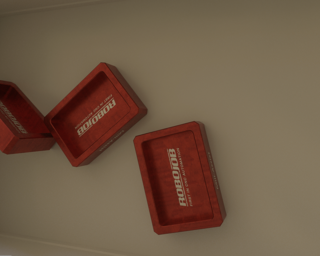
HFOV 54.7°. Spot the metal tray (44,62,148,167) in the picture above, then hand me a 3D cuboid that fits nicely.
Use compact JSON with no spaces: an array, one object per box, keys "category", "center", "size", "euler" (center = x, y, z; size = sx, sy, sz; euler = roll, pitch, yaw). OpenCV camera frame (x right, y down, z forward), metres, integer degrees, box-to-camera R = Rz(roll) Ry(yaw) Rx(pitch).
[{"category":"metal tray","center":[-0.094,-0.017,0.440],"size":[0.130,0.030,0.090],"euler":[-40,78,15]}]

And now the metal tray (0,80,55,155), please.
[{"category":"metal tray","center":[-0.220,-0.020,0.453],"size":[0.130,0.090,0.030],"euler":[45,104,14]}]

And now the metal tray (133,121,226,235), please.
[{"category":"metal tray","center":[0.025,0.064,0.398],"size":[0.090,0.030,0.129],"euler":[-15,85,19]}]
